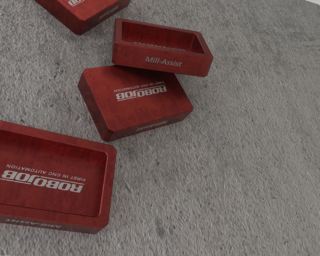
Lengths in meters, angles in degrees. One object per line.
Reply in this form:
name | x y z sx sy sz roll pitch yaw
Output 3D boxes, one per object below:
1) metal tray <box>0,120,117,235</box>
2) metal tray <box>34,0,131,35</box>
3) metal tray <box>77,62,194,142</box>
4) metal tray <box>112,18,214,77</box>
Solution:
metal tray | -0.114 0.050 0.308 0.131 0.030 0.090 15 56 -20
metal tray | -0.111 -0.202 0.463 0.090 0.030 0.131 40 51 -1
metal tray | -0.030 -0.041 0.409 0.131 0.030 0.090 -16 70 -34
metal tray | 0.000 -0.114 0.435 0.131 0.030 0.090 6 38 -12
